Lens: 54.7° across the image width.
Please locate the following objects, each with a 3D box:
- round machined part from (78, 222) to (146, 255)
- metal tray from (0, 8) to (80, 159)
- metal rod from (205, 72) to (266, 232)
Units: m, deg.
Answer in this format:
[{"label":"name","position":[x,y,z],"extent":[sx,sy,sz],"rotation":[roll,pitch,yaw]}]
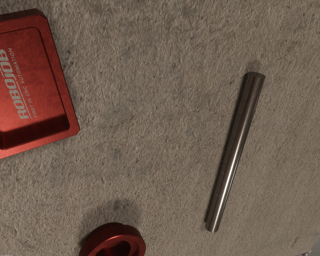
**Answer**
[{"label":"round machined part","position":[-0.075,0.183,0.470],"extent":[0.099,0.042,0.097],"rotation":[-14,125,-21]},{"label":"metal tray","position":[-0.140,-0.040,0.302],"extent":[0.091,0.030,0.129],"rotation":[-19,126,-18]},{"label":"metal rod","position":[0.116,0.055,0.506],"extent":[0.025,0.025,0.298],"rotation":[-6,121,-26]}]
